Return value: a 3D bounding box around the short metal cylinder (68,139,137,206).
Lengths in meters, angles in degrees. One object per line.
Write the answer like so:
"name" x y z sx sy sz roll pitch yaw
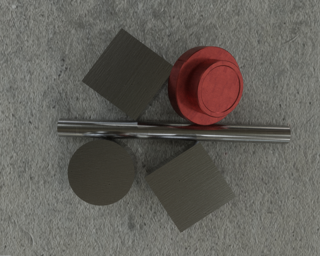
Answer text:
"short metal cylinder" -0.071 0.054 0.398 0.081 0.050 0.079 0 90 -1

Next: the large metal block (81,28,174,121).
"large metal block" -0.038 -0.065 0.396 0.080 0.050 0.080 37 90 -1

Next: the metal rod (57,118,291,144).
"metal rod" 0.019 0.004 0.412 0.302 0.025 0.025 2 90 -1

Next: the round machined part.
"round machined part" 0.062 -0.050 0.380 0.099 0.042 0.097 -8 108 -26

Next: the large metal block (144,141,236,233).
"large metal block" 0.037 0.072 0.399 0.080 0.050 0.080 -33 90 0
